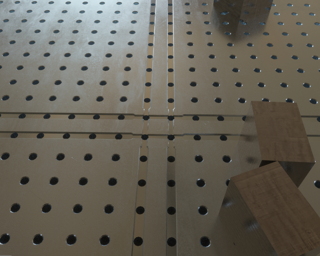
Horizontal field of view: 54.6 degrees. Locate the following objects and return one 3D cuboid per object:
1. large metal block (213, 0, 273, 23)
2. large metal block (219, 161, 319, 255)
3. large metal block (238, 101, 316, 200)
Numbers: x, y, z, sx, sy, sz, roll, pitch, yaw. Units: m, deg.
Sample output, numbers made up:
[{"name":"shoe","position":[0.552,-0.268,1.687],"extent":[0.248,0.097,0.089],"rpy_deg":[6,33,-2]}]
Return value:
[{"name":"large metal block","position":[0.165,-0.259,0.610],"extent":[0.081,0.050,0.080],"rpy_deg":[-25,54,-19]},{"name":"large metal block","position":[0.103,0.092,0.295],"extent":[0.050,0.080,0.080],"rpy_deg":[-17,52,-13]},{"name":"large metal block","position":[0.125,0.027,0.350],"extent":[0.050,0.080,0.080],"rpy_deg":[3,50,2]}]
